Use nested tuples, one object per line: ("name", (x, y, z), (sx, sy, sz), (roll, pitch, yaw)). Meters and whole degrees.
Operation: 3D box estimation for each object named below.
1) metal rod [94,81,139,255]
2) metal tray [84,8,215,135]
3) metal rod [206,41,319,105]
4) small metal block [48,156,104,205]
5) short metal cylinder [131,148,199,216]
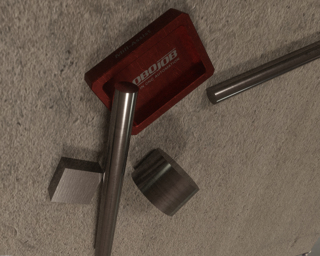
("metal rod", (-0.062, 0.078, 0.399), (0.025, 0.025, 0.298), (-6, 129, -26))
("metal tray", (-0.008, -0.063, 0.361), (0.130, 0.030, 0.090), (-38, 130, -3))
("metal rod", (0.204, -0.102, 0.457), (0.302, 0.025, 0.025), (-24, 127, -14))
("small metal block", (-0.107, 0.067, 0.391), (0.050, 0.025, 0.050), (16, 110, -35))
("short metal cylinder", (0.007, 0.072, 0.422), (0.050, 0.080, 0.080), (-45, 130, 3))
